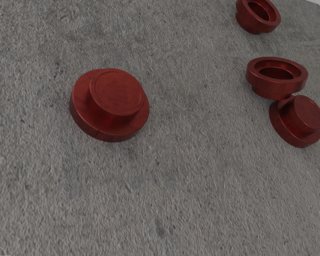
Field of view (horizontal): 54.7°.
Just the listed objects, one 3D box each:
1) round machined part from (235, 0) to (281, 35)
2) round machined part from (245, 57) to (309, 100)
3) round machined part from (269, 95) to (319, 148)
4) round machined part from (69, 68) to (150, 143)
[{"bbox_3d":[0.197,-0.233,0.640,0.099,0.042,0.098,14,56,-21],"label":"round machined part"},{"bbox_3d":[0.196,-0.082,0.530,0.099,0.042,0.098,1,37,-1],"label":"round machined part"},{"bbox_3d":[0.241,-0.018,0.533,0.099,0.042,0.098,14,56,-21],"label":"round machined part"},{"bbox_3d":[-0.058,-0.035,0.383,0.099,0.042,0.098,14,56,-21],"label":"round machined part"}]
